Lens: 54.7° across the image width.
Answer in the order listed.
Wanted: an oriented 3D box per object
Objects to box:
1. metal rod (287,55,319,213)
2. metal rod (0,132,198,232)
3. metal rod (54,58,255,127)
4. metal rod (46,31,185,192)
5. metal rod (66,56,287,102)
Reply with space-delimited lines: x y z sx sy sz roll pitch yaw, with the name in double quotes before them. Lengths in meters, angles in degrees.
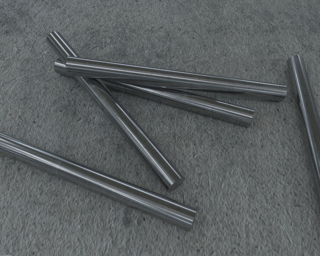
"metal rod" 0.197 0.008 0.397 0.025 0.025 0.300 5 50 4
"metal rod" -0.103 0.050 0.359 0.301 0.025 0.025 18 53 15
"metal rod" -0.017 -0.055 0.449 0.301 0.025 0.025 17 52 13
"metal rod" -0.072 -0.037 0.413 0.025 0.025 0.300 -30 63 -23
"metal rod" 0.028 -0.066 0.426 0.302 0.025 0.025 6 50 -8
